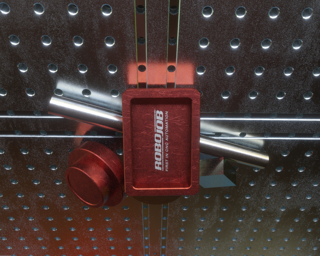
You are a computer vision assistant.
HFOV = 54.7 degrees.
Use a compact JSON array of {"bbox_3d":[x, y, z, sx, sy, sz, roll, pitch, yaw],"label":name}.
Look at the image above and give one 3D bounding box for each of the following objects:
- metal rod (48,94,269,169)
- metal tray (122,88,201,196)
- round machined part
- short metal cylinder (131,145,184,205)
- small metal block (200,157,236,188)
[{"bbox_3d":[0.008,0.009,0.414,0.302,0.025,0.025,15,129,-13],"label":"metal rod"},{"bbox_3d":[0.002,0.017,0.379,0.091,0.030,0.129,-1,101,-1],"label":"metal tray"},{"bbox_3d":[-0.090,0.070,0.424,0.098,0.042,0.097,20,130,26],"label":"round machined part"},{"bbox_3d":[-0.005,0.066,0.446,0.081,0.050,0.079,0,130,0],"label":"short metal cylinder"},{"bbox_3d":[0.078,0.066,0.449,0.050,0.025,0.050,-11,148,30],"label":"small metal block"}]
